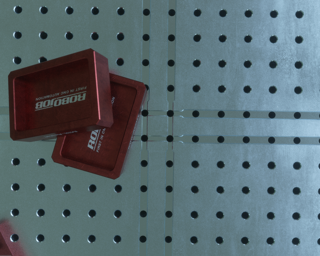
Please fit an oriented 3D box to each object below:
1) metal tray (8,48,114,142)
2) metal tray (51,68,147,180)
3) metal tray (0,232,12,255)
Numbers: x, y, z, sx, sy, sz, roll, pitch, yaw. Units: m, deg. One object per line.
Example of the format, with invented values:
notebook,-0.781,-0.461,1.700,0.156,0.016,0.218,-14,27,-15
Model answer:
metal tray,-0.125,-0.036,0.381,0.130,0.030,0.090,-10,80,20
metal tray,-0.078,-0.007,0.410,0.090,0.030,0.129,17,90,0
metal tray,-0.263,0.199,0.409,0.130,0.030,0.090,-27,90,0
